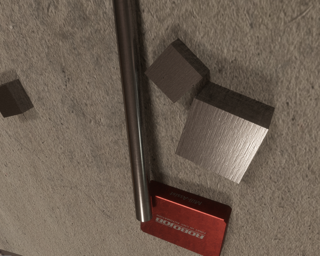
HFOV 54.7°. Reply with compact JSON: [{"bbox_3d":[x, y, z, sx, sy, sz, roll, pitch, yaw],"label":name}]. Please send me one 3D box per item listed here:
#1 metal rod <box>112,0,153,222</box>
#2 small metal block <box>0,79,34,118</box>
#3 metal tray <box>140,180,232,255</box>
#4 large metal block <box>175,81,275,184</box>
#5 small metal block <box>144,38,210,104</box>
[{"bbox_3d":[-0.031,-0.008,0.394,0.025,0.025,0.298,7,115,24],"label":"metal rod"},{"bbox_3d":[-0.242,-0.047,0.502,0.050,0.025,0.050,-8,114,31],"label":"small metal block"},{"bbox_3d":[0.035,0.139,0.470,0.130,0.030,0.089,15,125,19],"label":"metal tray"},{"bbox_3d":[0.072,0.004,0.354,0.080,0.050,0.079,25,127,12],"label":"large metal block"},{"bbox_3d":[0.019,-0.065,0.356,0.050,0.025,0.050,45,129,-4],"label":"small metal block"}]
